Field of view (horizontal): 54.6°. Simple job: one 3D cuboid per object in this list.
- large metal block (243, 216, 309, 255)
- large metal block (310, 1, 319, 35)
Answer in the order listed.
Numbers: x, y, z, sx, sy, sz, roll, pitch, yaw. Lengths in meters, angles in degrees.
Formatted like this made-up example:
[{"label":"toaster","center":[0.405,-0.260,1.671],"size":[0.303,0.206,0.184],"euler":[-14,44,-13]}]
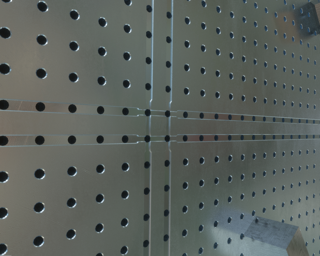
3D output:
[{"label":"large metal block","center":[0.205,0.210,0.544],"size":[0.050,0.080,0.080],"euler":[-40,115,-32]},{"label":"large metal block","center":[0.392,-0.257,0.689],"size":[0.080,0.080,0.050],"euler":[62,25,-22]}]
